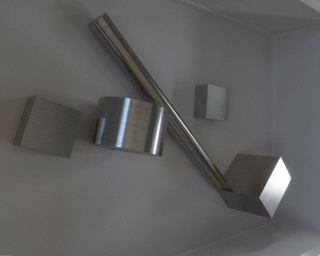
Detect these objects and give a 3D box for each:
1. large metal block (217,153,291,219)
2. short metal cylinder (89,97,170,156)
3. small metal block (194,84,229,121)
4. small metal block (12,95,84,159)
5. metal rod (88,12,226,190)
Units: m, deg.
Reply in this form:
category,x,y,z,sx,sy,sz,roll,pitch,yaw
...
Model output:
category,x,y,z,sx,sy,sz,roll,pitch,yaw
large metal block,0.151,0.090,0.501,0.080,0.080,0.050,-50,120,-28
short metal cylinder,-0.033,0.000,0.345,0.081,0.080,0.050,16,80,-39
small metal block,0.080,-0.038,0.476,0.050,0.025,0.050,6,86,-40
small metal block,-0.112,0.000,0.314,0.050,0.025,0.050,23,76,-38
metal rod,0.011,-0.018,0.417,0.300,0.025,0.025,52,59,-28
